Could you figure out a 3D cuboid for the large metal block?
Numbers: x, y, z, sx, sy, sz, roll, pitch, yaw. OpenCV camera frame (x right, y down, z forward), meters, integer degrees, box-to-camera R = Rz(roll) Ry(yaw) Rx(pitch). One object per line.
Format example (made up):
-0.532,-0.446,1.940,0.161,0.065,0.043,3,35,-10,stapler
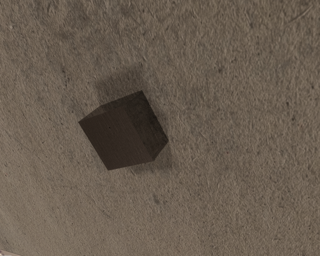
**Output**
-0.048,0.005,0.417,0.080,0.050,0.080,-16,110,34,large metal block
